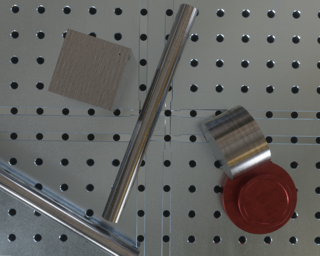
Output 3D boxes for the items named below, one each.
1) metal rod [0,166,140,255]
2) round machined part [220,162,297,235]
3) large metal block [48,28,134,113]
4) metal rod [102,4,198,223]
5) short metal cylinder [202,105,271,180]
[{"bbox_3d":[-0.162,0.096,0.411,0.301,0.025,0.025,31,90,-1],"label":"metal rod"},{"bbox_3d":[0.132,0.092,0.407,0.099,0.042,0.097,0,90,-1],"label":"round machined part"},{"bbox_3d":[-0.085,-0.071,0.400,0.080,0.050,0.080,18,90,-1],"label":"large metal block"},{"bbox_3d":[-0.013,-0.019,0.413,0.025,0.025,0.299,20,90,-1],"label":"metal rod"},{"bbox_3d":[0.093,0.018,0.387,0.050,0.080,0.080,-27,90,0],"label":"short metal cylinder"}]
